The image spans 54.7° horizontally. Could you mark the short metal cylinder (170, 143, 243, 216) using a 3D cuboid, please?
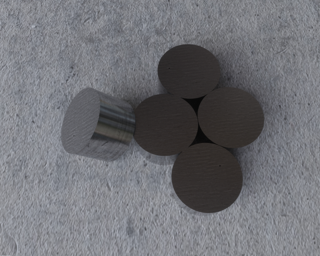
[{"bbox_3d":[0.053,0.063,0.373,0.081,0.050,0.080,0,70,0],"label":"short metal cylinder"}]

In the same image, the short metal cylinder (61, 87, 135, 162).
[{"bbox_3d":[-0.076,-0.003,0.375,0.080,0.050,0.080,-20,61,40],"label":"short metal cylinder"}]

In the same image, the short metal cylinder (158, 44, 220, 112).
[{"bbox_3d":[0.037,-0.065,0.420,0.081,0.050,0.080,0,70,0],"label":"short metal cylinder"}]

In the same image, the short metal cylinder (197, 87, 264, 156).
[{"bbox_3d":[0.086,-0.006,0.399,0.081,0.050,0.080,0,70,0],"label":"short metal cylinder"}]

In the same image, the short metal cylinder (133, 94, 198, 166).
[{"bbox_3d":[0.005,0.003,0.395,0.081,0.050,0.080,0,70,0],"label":"short metal cylinder"}]
